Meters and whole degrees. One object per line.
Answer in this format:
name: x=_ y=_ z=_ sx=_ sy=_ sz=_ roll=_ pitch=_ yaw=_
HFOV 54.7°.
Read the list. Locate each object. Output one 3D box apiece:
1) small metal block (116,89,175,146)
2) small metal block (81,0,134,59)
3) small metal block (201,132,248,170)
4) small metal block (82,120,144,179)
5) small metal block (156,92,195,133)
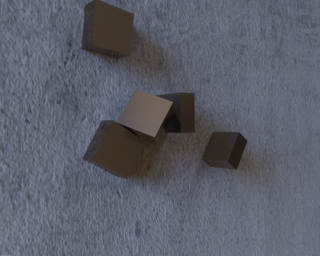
small metal block: x=-0.016 y=-0.013 z=0.373 sx=0.050 sy=0.050 sz=0.025 roll=-63 pitch=163 yaw=-22
small metal block: x=-0.060 y=-0.112 z=0.356 sx=0.050 sy=0.025 sz=0.050 roll=7 pitch=86 yaw=-40
small metal block: x=0.098 y=0.034 z=0.474 sx=0.025 sy=0.050 sz=0.050 roll=40 pitch=65 yaw=-33
small metal block: x=-0.053 y=0.025 z=0.362 sx=0.050 sy=0.025 sz=0.050 roll=36 pitch=68 yaw=-34
small metal block: x=0.019 y=-0.019 z=0.406 sx=0.025 sy=0.050 sz=0.050 roll=-2 pitch=92 yaw=-40
